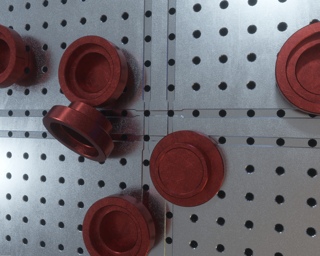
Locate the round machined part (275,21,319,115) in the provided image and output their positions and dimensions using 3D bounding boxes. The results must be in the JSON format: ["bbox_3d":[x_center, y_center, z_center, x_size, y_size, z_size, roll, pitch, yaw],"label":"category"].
[{"bbox_3d":[0.179,-0.063,0.340,0.098,0.042,0.097,0,90,20],"label":"round machined part"}]

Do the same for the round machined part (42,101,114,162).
[{"bbox_3d":[-0.105,0.001,0.422,0.098,0.098,0.042,21,62,19],"label":"round machined part"}]

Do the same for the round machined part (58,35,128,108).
[{"bbox_3d":[-0.089,-0.076,0.436,0.098,0.042,0.097,0,90,20],"label":"round machined part"}]

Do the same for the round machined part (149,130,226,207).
[{"bbox_3d":[0.032,0.052,0.393,0.098,0.042,0.097,0,90,20],"label":"round machined part"}]

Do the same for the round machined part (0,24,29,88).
[{"bbox_3d":[-0.251,-0.111,0.493,0.098,0.042,0.097,0,90,20],"label":"round machined part"}]

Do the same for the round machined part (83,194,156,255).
[{"bbox_3d":[-0.052,0.138,0.422,0.098,0.042,0.097,0,90,19],"label":"round machined part"}]
